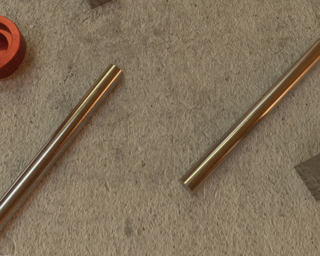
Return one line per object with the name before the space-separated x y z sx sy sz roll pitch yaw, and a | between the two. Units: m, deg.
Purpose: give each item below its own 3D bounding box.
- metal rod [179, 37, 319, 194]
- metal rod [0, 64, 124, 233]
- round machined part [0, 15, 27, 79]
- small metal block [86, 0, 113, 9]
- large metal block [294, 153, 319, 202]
metal rod | 0.139 -0.026 0.419 0.301 0.025 0.025 -43 76 -14
metal rod | -0.143 0.036 0.392 0.025 0.025 0.300 31 73 10
round machined part | -0.237 -0.107 0.435 0.099 0.042 0.098 0 70 -1
small metal block | -0.098 -0.223 0.489 0.050 0.025 0.050 -28 73 -10
large metal block | 0.223 0.042 0.366 0.080 0.080 0.050 -25 72 -9
